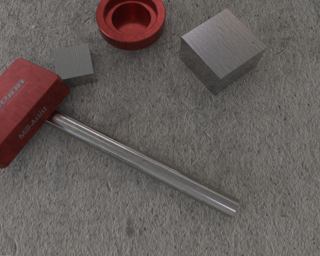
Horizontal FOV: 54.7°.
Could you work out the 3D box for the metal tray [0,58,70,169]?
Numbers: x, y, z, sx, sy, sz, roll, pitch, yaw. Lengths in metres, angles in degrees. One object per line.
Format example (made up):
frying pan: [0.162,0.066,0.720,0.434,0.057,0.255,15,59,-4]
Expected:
metal tray: [-0.190,-0.024,0.398,0.090,0.030,0.130,25,71,28]

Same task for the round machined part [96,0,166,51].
round machined part: [-0.041,-0.155,0.455,0.099,0.042,0.098,0,70,0]

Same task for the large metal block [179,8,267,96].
large metal block: [0.085,-0.106,0.434,0.080,0.050,0.080,-35,74,-12]

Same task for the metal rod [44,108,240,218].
metal rod: [-0.044,0.033,0.395,0.301,0.025,0.025,26,72,9]

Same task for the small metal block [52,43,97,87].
small metal block: [-0.121,-0.088,0.439,0.050,0.025,0.050,-13,71,-5]
